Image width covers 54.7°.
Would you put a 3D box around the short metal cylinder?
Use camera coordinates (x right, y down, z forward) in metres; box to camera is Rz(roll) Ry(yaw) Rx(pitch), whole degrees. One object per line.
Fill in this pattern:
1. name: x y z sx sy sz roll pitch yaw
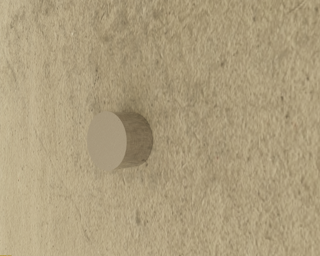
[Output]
1. short metal cylinder: -0.057 0.017 0.433 0.080 0.050 0.079 0 90 39
